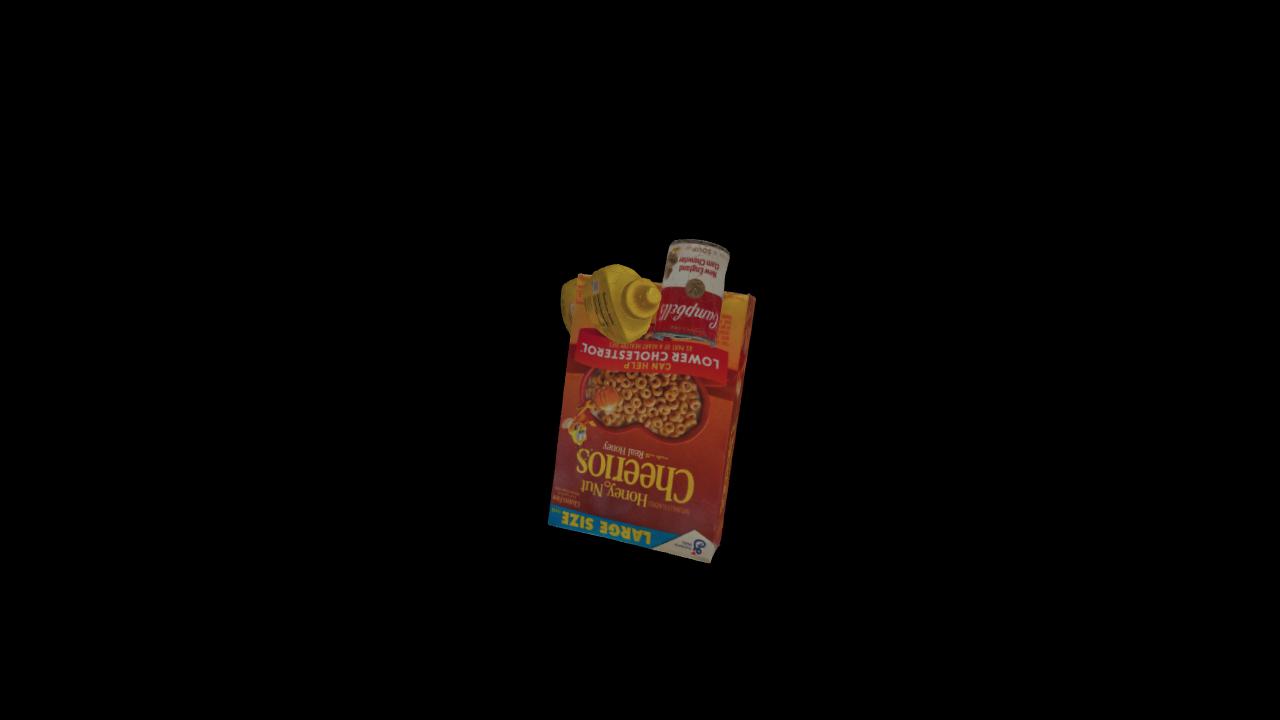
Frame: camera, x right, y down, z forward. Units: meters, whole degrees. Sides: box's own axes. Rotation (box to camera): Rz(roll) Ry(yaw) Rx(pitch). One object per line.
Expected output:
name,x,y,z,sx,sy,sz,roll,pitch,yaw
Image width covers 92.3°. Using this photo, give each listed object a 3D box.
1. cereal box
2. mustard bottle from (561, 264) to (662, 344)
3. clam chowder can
cereal box,0.012,0.063,0.721,0.203,0.306,0.081,10,5,16
mustard bottle,-0.030,-0.060,0.692,0.054,0.092,0.184,-14,4,-29
clam chowder can,0.055,-0.069,0.652,0.068,0.102,0.068,10,-7,1
